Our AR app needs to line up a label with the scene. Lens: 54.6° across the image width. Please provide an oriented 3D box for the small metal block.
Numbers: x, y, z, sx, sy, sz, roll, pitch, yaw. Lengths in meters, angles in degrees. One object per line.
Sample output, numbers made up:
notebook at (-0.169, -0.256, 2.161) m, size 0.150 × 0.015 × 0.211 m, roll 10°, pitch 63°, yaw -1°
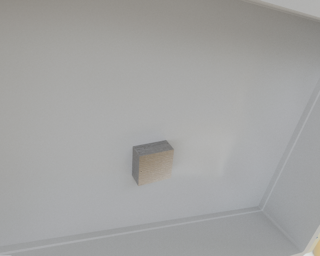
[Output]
small metal block at (-0.011, 0.048, 0.432) m, size 0.050 × 0.025 × 0.050 m, roll -10°, pitch 123°, yaw -23°
